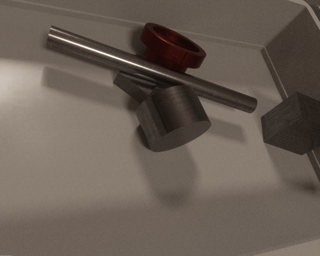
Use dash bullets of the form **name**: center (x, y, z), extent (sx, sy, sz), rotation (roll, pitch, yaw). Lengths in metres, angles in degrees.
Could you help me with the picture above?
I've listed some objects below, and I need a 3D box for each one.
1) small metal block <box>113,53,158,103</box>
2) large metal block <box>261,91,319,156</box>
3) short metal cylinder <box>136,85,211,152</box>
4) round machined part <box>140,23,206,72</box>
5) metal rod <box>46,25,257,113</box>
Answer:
- **small metal block**: center (-0.029, -0.069, 0.434), extent (0.050, 0.025, 0.050), rotation (37, 51, -4)
- **large metal block**: center (0.223, -0.004, 0.496), extent (0.081, 0.080, 0.050), rotation (18, 55, -18)
- **short metal cylinder**: center (0.017, -0.010, 0.387), extent (0.081, 0.080, 0.050), rotation (-11, 68, -33)
- **round machined part**: center (0.015, -0.112, 0.457), extent (0.099, 0.042, 0.098), rotation (23, 27, -12)
- **metal rod**: center (0.004, -0.072, 0.421), extent (0.302, 0.025, 0.025), rotation (16, 55, -20)
